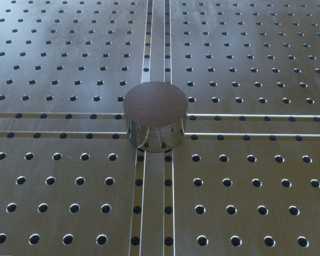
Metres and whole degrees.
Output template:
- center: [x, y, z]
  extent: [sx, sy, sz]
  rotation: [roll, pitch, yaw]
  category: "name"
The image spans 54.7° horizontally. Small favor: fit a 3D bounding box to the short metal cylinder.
- center: [-0.006, -0.015, 0.404]
  extent: [0.081, 0.050, 0.080]
  rotation: [0, 50, 0]
  category: "short metal cylinder"
